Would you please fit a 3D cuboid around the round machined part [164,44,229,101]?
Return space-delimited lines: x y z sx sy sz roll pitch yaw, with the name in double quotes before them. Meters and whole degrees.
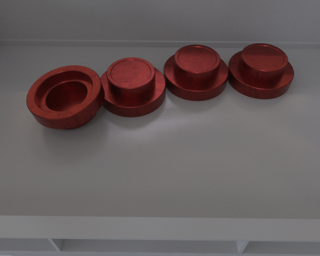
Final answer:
"round machined part" 0.055 -0.090 0.470 0.099 0.042 0.098 0 50 0

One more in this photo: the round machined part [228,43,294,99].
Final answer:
"round machined part" 0.154 -0.093 0.473 0.099 0.042 0.098 0 50 0

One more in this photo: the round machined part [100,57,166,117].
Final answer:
"round machined part" -0.041 -0.065 0.449 0.099 0.042 0.098 0 50 0

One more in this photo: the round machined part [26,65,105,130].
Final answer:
"round machined part" -0.123 -0.037 0.419 0.099 0.042 0.098 -4 52 5
